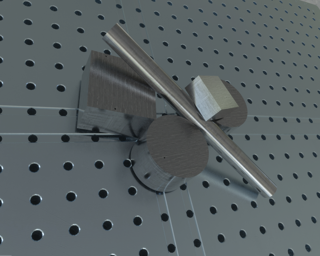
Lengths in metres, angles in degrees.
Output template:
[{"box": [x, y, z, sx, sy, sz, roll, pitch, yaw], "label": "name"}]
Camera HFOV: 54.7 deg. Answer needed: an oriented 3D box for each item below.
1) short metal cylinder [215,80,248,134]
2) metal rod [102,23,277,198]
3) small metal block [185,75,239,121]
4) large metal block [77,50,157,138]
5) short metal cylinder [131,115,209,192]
[{"box": [0.077, -0.025, 0.444, 0.081, 0.050, 0.080, 14, 56, -21], "label": "short metal cylinder"}, {"box": [0.048, -0.011, 0.391, 0.300, 0.025, 0.025, 43, 50, -17], "label": "metal rod"}, {"box": [0.066, -0.038, 0.389, 0.050, 0.025, 0.050, -11, 66, -52], "label": "small metal block"}, {"box": [-0.053, -0.039, 0.381, 0.081, 0.050, 0.080, 10, 57, -23], "label": "large metal block"}, {"box": [0.011, 0.031, 0.375, 0.081, 0.050, 0.080, 14, 56, -21], "label": "short metal cylinder"}]
